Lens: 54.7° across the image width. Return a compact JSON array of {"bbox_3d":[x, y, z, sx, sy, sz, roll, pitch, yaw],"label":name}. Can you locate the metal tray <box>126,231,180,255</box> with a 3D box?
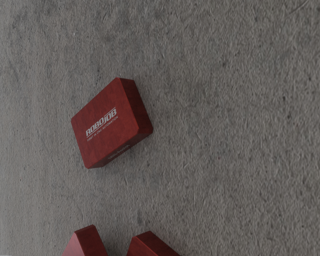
[{"bbox_3d":[-0.013,0.218,0.413,0.090,0.030,0.129,28,107,36],"label":"metal tray"}]

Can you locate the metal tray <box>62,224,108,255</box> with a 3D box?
[{"bbox_3d":[-0.112,0.215,0.471,0.090,0.030,0.129,58,139,24],"label":"metal tray"}]

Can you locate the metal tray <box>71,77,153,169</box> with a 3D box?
[{"bbox_3d":[-0.077,-0.004,0.465,0.130,0.030,0.090,-34,69,34],"label":"metal tray"}]
